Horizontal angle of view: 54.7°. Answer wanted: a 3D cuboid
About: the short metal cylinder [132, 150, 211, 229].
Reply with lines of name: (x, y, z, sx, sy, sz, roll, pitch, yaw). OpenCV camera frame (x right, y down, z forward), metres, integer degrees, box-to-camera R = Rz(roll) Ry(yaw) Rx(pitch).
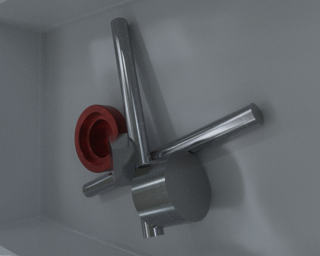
short metal cylinder: (0.014, 0.071, 0.356, 0.050, 0.081, 0.080, -25, 75, 37)

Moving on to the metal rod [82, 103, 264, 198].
metal rod: (-0.006, 0.042, 0.408, 0.299, 0.025, 0.025, -28, 73, 36)

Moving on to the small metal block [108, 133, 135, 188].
small metal block: (-0.048, 0.039, 0.389, 0.050, 0.025, 0.050, -130, 36, -66)

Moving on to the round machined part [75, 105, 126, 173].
round machined part: (-0.079, 0.015, 0.457, 0.098, 0.042, 0.097, 0, 90, 39)

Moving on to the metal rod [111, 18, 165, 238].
metal rod: (-0.033, -0.013, 0.407, 0.025, 0.025, 0.299, -24, 68, 37)
